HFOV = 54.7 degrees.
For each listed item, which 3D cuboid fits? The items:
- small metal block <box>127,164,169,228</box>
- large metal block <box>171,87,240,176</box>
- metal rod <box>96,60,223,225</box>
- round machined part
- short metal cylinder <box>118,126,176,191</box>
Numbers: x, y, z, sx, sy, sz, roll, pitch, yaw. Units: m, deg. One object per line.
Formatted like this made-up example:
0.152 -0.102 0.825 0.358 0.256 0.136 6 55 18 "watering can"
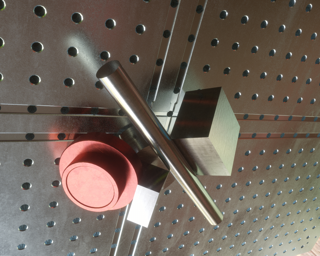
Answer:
-0.013 0.078 0.364 0.025 0.050 0.050 20 114 7 "small metal block"
0.062 0.006 0.400 0.080 0.050 0.080 55 43 -39 "large metal block"
0.018 0.041 0.377 0.025 0.025 0.300 -37 129 -3 "metal rod"
-0.072 0.057 0.358 0.098 0.042 0.097 6 117 12 "round machined part"
-0.018 0.041 0.406 0.081 0.050 0.079 -14 124 -21 "short metal cylinder"
